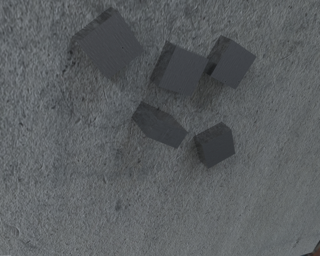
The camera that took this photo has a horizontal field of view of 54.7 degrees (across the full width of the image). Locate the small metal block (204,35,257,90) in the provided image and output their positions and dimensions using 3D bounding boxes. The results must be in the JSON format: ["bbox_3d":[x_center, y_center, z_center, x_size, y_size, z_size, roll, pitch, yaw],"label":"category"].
[{"bbox_3d":[0.089,-0.085,0.403,0.050,0.025,0.050,20,108,-36],"label":"small metal block"}]

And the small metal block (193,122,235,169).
[{"bbox_3d":[0.083,0.026,0.468,0.050,0.025,0.050,-27,128,-11],"label":"small metal block"}]

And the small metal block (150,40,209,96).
[{"bbox_3d":[0.023,-0.071,0.375,0.050,0.025,0.050,12,112,-34],"label":"small metal block"}]

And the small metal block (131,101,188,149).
[{"bbox_3d":[-0.001,-0.004,0.388,0.050,0.050,0.025,23,106,-37],"label":"small metal block"}]

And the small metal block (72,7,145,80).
[{"bbox_3d":[-0.053,-0.088,0.323,0.050,0.025,0.050,-39,129,-2],"label":"small metal block"}]
